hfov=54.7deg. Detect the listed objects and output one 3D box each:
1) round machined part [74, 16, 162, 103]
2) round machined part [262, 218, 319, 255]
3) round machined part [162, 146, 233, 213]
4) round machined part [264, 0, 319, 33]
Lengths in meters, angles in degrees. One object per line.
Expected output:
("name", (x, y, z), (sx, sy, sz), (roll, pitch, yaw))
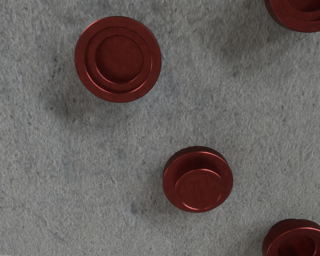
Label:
("round machined part", (-0.047, -0.082, 0.370), (0.099, 0.042, 0.097), (0, 110, -1))
("round machined part", (0.203, 0.178, 0.469), (0.099, 0.042, 0.097), (0, 110, -1))
("round machined part", (0.053, 0.078, 0.430), (0.099, 0.042, 0.097), (0, 110, -1))
("round machined part", (0.164, -0.158, 0.345), (0.099, 0.042, 0.097), (0, 110, -1))
